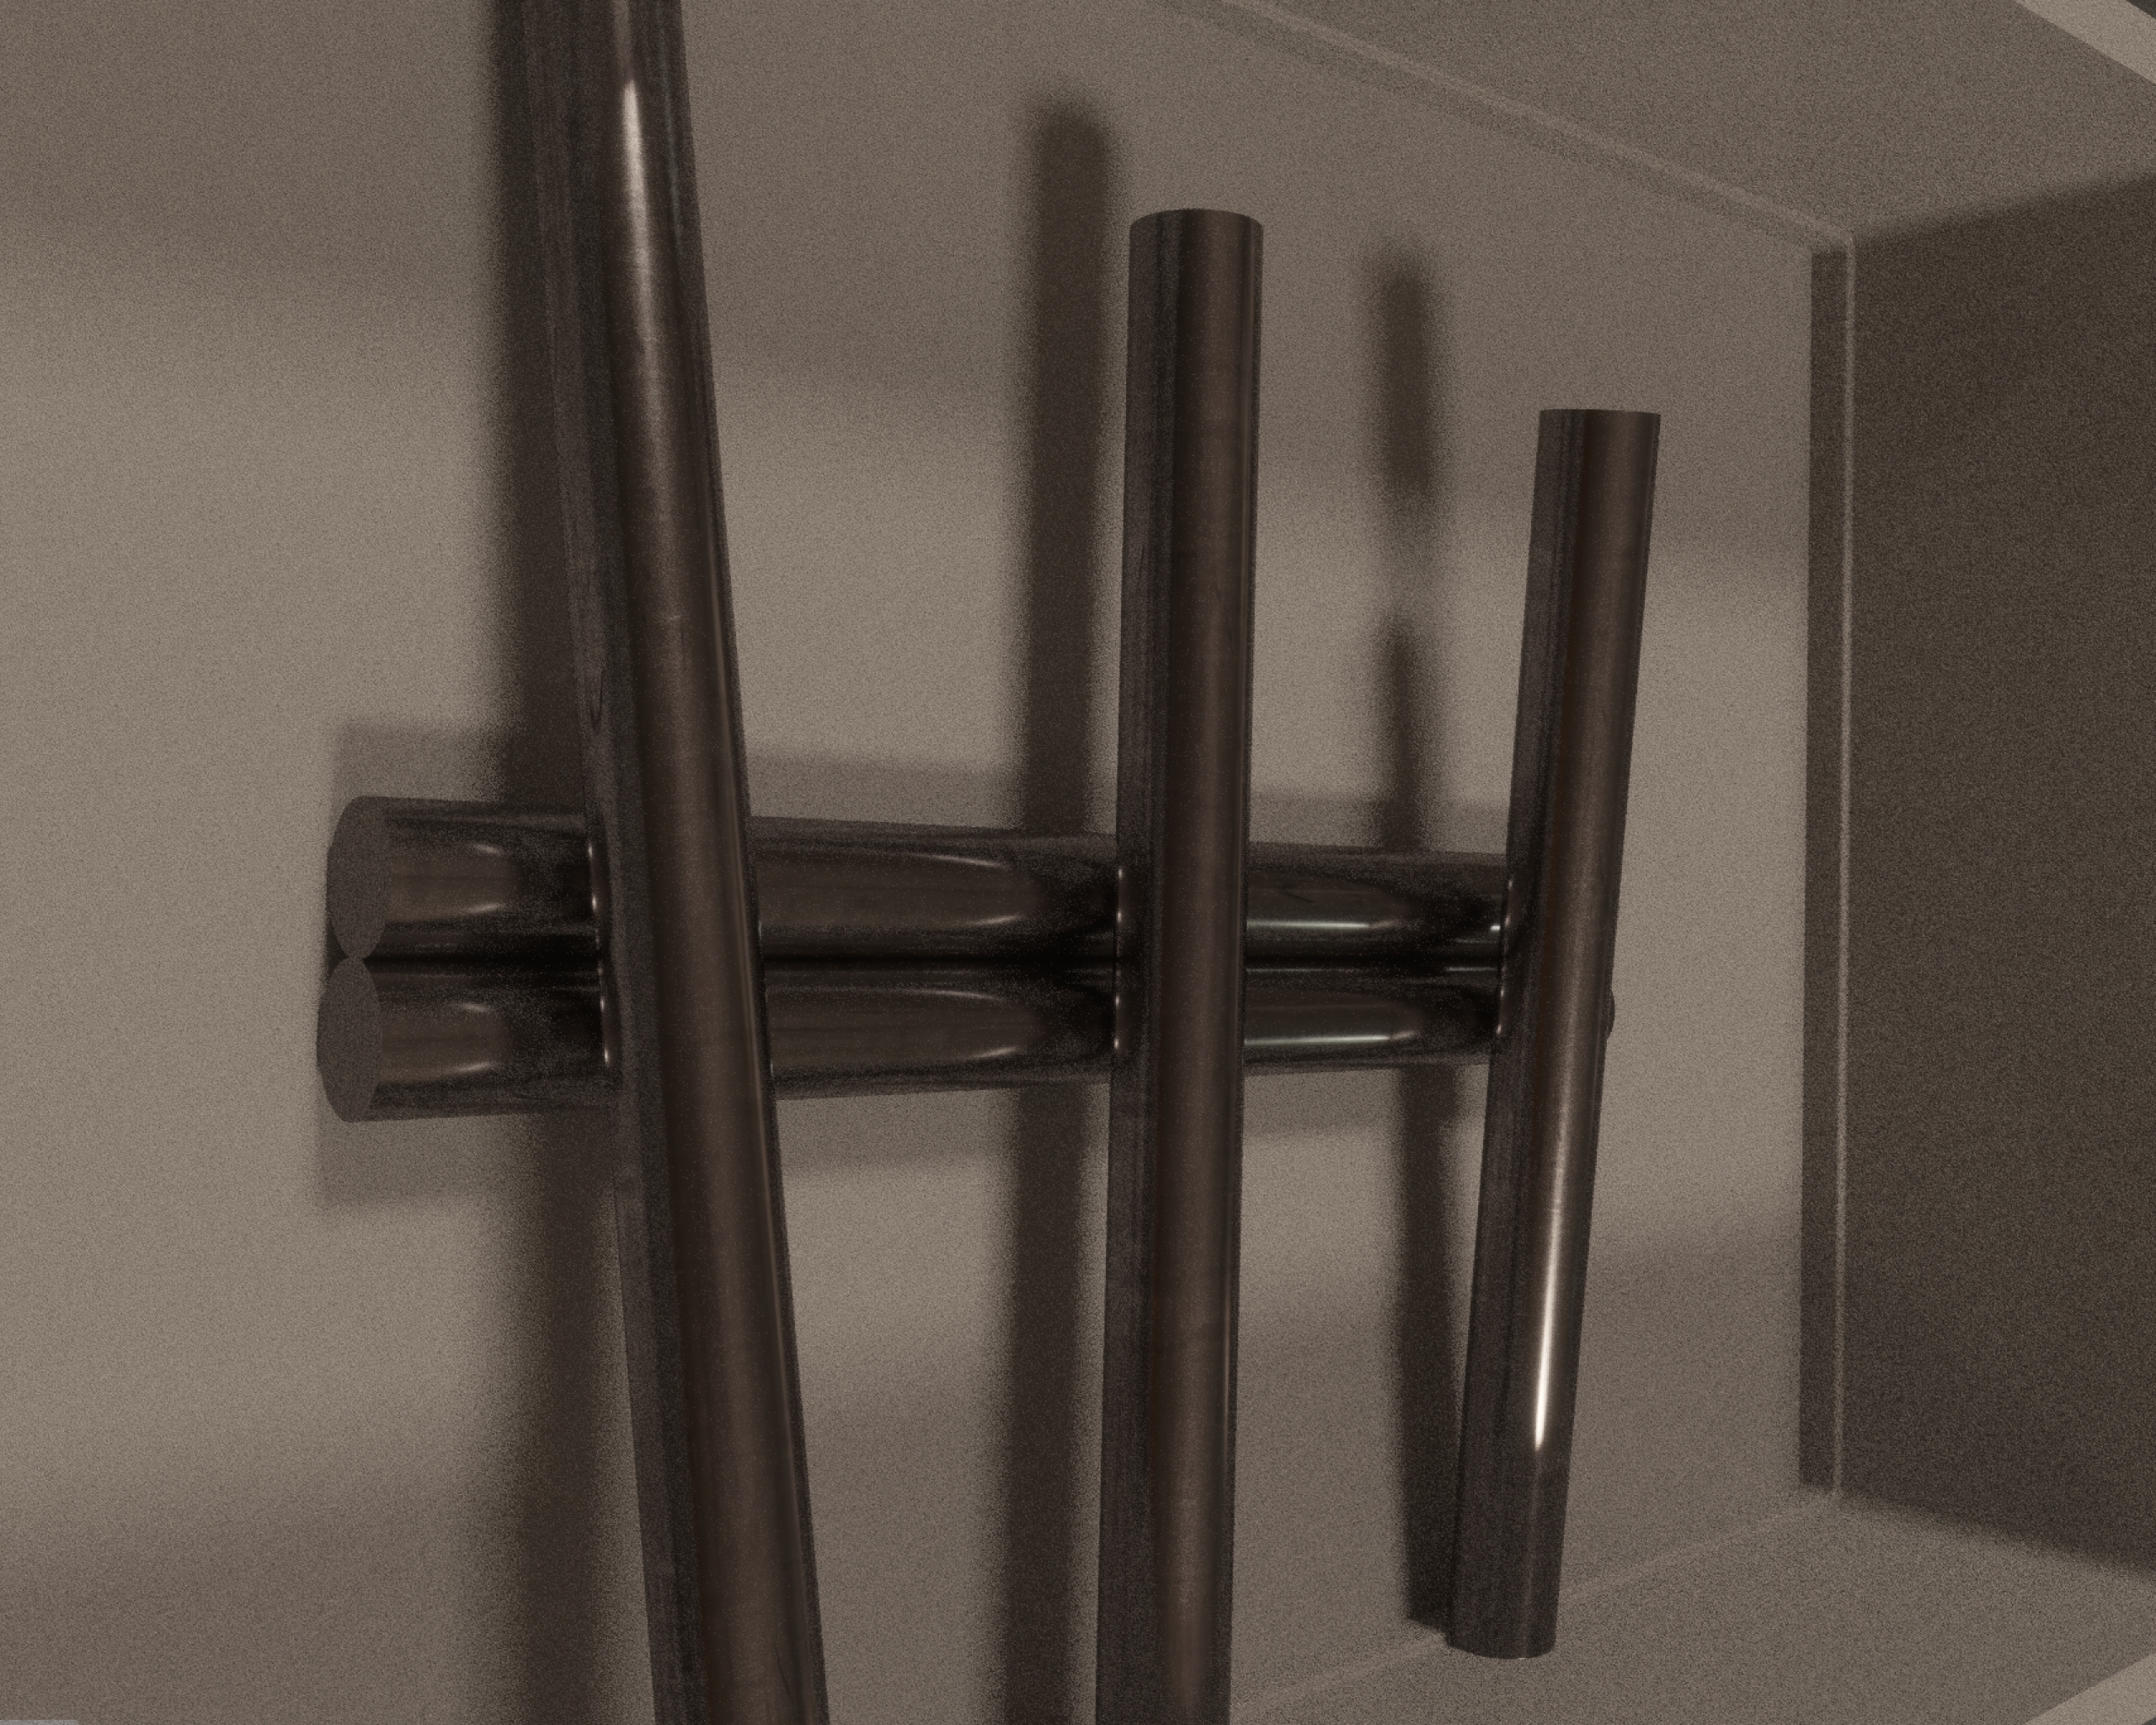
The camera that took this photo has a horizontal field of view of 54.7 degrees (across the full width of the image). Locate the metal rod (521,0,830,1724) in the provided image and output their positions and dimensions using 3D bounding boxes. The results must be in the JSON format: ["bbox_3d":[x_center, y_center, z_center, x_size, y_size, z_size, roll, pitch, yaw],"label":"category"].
[{"bbox_3d":[-0.064,-0.013,0.322,0.025,0.025,0.298,-1,83,-40],"label":"metal rod"}]

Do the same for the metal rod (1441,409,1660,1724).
[{"bbox_3d":[0.104,0.052,0.466,0.025,0.025,0.298,-5,102,-40],"label":"metal rod"}]

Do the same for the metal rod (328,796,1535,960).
[{"bbox_3d":[0.007,0.007,0.413,0.302,0.025,0.025,2,89,-40],"label":"metal rod"}]

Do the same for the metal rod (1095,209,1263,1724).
[{"bbox_3d":[0.019,0.030,0.391,0.025,0.025,0.298,2,89,-40],"label":"metal rod"}]

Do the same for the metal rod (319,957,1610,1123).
[{"bbox_3d":[0.006,0.031,0.412,0.302,0.025,0.025,2,89,-40],"label":"metal rod"}]
